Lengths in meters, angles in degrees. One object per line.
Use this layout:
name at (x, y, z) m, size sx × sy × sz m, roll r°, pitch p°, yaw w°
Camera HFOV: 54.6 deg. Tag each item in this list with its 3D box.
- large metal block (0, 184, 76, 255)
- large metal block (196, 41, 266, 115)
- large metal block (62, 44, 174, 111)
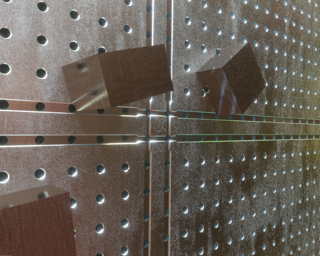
large metal block at (-0.128, 0.104, 0.286) m, size 0.081 × 0.050 × 0.080 m, roll -9°, pitch 96°, yaw -40°
large metal block at (0.114, -0.076, 0.486) m, size 0.080 × 0.050 × 0.080 m, roll -44°, pitch 117°, yaw -31°
large metal block at (-0.046, -0.053, 0.334) m, size 0.081 × 0.080 × 0.050 m, roll -20°, pitch 103°, yaw -38°
